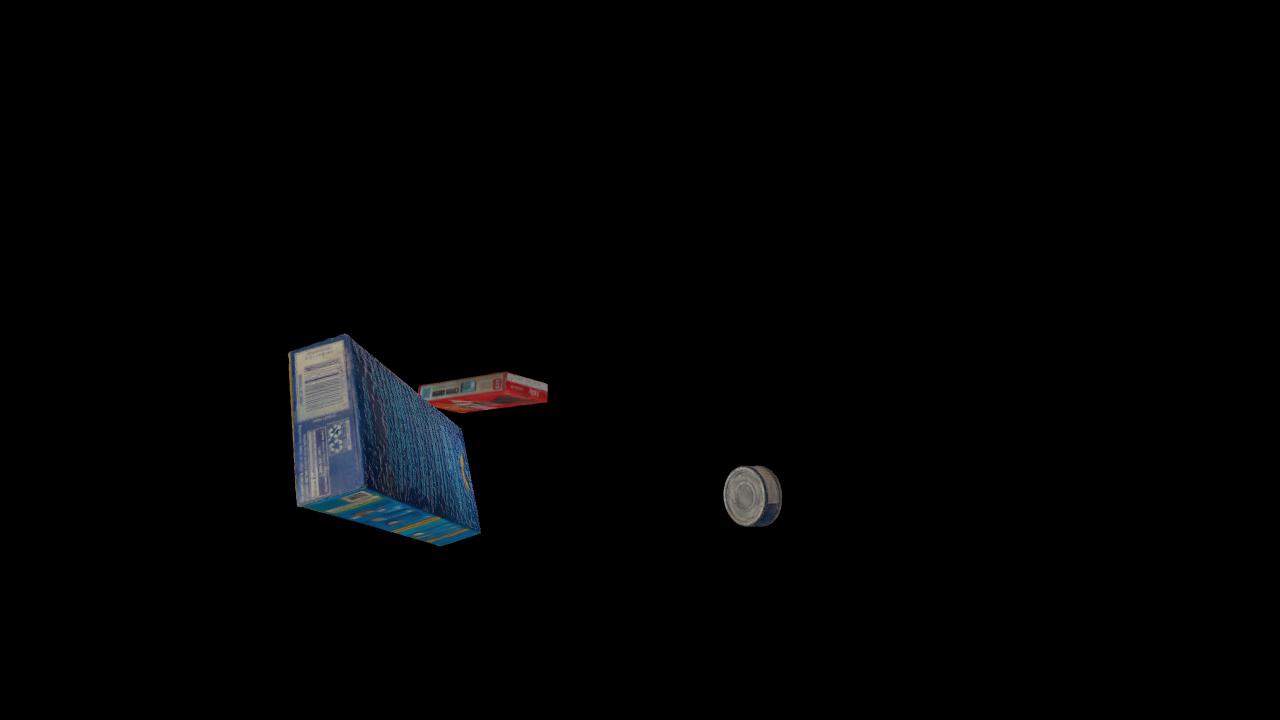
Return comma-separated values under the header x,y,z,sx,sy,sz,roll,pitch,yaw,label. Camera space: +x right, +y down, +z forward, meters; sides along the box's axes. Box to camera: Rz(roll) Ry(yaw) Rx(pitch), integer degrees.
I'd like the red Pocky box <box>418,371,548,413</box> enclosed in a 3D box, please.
x,y,z,sx,sy,sz,roll,pitch,yaw,label
-0.203,0.044,0.793,0.155,0.028,0.083,-9,-16,29,red Pocky box

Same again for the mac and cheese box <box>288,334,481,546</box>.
x,y,z,sx,sy,sz,roll,pitch,yaw,label
-0.158,0.064,0.405,0.041,0.093,0.184,-18,-24,-3,mac and cheese box

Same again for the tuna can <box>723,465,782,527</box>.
x,y,z,sx,sy,sz,roll,pitch,yaw,label
0.155,0.189,0.855,0.034,0.084,0.084,8,-5,-35,tuna can
